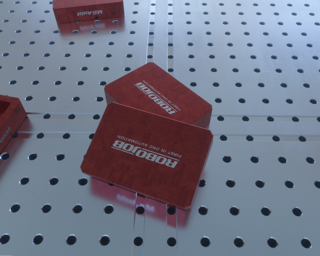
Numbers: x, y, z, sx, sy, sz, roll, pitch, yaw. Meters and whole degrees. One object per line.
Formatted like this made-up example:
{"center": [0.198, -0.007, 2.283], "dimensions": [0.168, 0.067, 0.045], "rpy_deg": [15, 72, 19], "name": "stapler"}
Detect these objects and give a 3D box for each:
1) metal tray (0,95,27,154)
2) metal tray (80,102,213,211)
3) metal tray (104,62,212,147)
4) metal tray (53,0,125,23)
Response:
{"center": [-0.245, 0.010, 0.395], "dimensions": [0.090, 0.030, 0.130], "rpy_deg": [10, 51, 8], "name": "metal tray"}
{"center": [-0.014, 0.030, 0.358], "dimensions": [0.130, 0.030, 0.090], "rpy_deg": [17, 74, 13], "name": "metal tray"}
{"center": [-0.004, -0.033, 0.433], "dimensions": [0.091, 0.030, 0.130], "rpy_deg": [-34, 58, -25], "name": "metal tray"}
{"center": [-0.142, -0.252, 0.616], "dimensions": [0.131, 0.030, 0.090], "rpy_deg": [-10, 51, -8], "name": "metal tray"}
